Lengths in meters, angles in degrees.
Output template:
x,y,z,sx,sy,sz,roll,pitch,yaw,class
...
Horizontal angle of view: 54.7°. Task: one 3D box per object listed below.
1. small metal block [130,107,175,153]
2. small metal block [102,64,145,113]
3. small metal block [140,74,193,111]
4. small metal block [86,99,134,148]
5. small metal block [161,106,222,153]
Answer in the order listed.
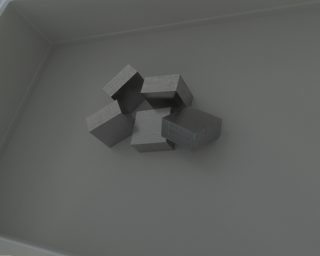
x,y,z,sx,sy,sz,roll,pitch,yaw,class
-0.007,0.003,0.406,0.050,0.025,0.050,-6,59,25,small metal block
-0.045,-0.054,0.445,0.050,0.050,0.025,-44,51,-3,small metal block
0.010,-0.044,0.410,0.050,0.050,0.025,0,62,27,small metal block
-0.064,-0.005,0.425,0.050,0.050,0.025,-30,52,8,small metal block
0.037,0.000,0.369,0.050,0.025,0.050,26,36,36,small metal block
